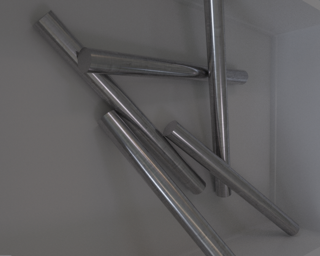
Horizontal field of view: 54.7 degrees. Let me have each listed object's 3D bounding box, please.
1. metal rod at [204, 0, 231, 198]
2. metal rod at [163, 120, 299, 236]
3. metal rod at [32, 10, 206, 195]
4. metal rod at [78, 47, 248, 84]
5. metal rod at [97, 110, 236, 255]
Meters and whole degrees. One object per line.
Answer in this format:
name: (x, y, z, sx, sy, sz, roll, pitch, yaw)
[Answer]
metal rod: (0.084, -0.035, 0.440, 0.025, 0.025, 0.298, -23, 116, -38)
metal rod: (0.119, 0.086, 0.463, 0.301, 0.025, 0.025, 39, 66, -25)
metal rod: (-0.031, -0.011, 0.380, 0.300, 0.025, 0.025, 48, 61, -29)
metal rod: (0.031, -0.076, 0.414, 0.302, 0.025, 0.025, -5, 93, -45)
metal rod: (0.034, 0.101, 0.343, 0.025, 0.025, 0.300, -36, 83, -34)
